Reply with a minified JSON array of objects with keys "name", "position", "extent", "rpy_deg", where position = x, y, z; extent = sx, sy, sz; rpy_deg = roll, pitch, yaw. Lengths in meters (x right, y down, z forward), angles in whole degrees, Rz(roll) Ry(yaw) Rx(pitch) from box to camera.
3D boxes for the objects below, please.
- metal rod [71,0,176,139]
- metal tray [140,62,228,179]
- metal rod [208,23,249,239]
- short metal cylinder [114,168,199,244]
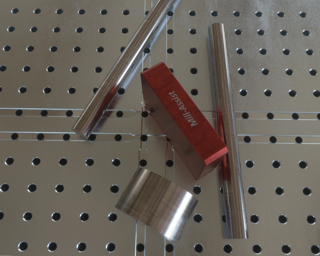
[{"name":"metal rod","position":[-0.036,-0.117,0.453],"extent":[0.025,0.025,0.300],"rpy_deg":[26,72,9]},{"name":"metal tray","position":[0.025,-0.006,0.379],"extent":[0.030,0.090,0.130],"rpy_deg":[-31,73,-10]},{"name":"metal rod","position":[0.089,-0.010,0.415],"extent":[0.025,0.025,0.299],"rpy_deg":[-1,70,-1]},{"name":"short metal cylinder","position":[-0.004,0.087,0.350],"extent":[0.080,0.080,0.050],"rpy_deg":[28,73,9]}]
